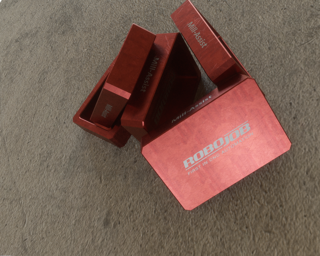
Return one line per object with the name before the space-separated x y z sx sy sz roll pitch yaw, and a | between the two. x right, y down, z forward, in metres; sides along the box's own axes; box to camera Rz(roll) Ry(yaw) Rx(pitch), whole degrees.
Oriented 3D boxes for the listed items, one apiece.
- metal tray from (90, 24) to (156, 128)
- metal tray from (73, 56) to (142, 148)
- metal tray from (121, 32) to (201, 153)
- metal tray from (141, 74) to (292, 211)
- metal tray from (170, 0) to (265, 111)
metal tray | -0.051 -0.060 0.394 0.130 0.030 0.090 -39 29 66
metal tray | -0.059 -0.044 0.458 0.090 0.030 0.130 22 73 35
metal tray | 0.008 -0.040 0.383 0.030 0.090 0.130 7 65 31
metal tray | 0.057 0.016 0.323 0.130 0.090 0.030 -34 17 6
metal tray | 0.069 -0.090 0.379 0.030 0.090 0.130 -39 50 20
